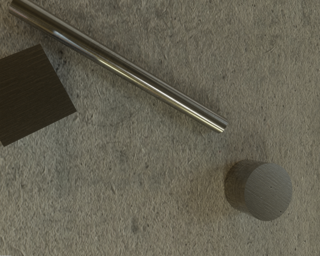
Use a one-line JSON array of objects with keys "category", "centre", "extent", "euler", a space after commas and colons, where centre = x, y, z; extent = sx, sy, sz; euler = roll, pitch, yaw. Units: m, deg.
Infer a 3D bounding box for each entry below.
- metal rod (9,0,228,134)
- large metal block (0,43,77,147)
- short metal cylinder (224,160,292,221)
[{"category": "metal rod", "centre": [-0.038, -0.072, 0.394], "extent": [0.301, 0.025, 0.025], "euler": [29, 81, -18]}, {"category": "large metal block", "centre": [-0.150, -0.035, 0.340], "extent": [0.080, 0.050, 0.080], "euler": [-29, 100, -18]}, {"category": "short metal cylinder", "centre": [0.141, 0.088, 0.448], "extent": [0.081, 0.050, 0.079], "euler": [0, 90, -20]}]
